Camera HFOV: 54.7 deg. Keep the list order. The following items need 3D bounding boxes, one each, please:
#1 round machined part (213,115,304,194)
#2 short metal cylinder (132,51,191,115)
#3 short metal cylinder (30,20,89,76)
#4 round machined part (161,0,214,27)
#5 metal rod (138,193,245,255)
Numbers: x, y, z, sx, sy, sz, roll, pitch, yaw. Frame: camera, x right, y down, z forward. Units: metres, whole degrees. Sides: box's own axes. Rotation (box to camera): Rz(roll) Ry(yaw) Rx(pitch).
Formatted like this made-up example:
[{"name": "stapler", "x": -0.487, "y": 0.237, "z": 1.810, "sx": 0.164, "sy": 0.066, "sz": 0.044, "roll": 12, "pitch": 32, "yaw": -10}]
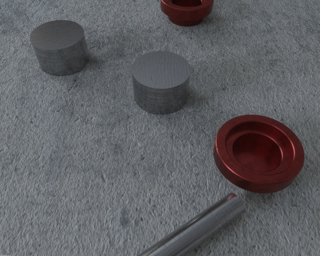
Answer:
[{"name": "round machined part", "x": 0.112, "y": 0.034, "z": 0.365, "sx": 0.099, "sy": 0.042, "sz": 0.098, "roll": 0, "pitch": 50, "yaw": 0}, {"name": "short metal cylinder", "x": 0.002, "y": -0.065, "z": 0.442, "sx": 0.081, "sy": 0.050, "sz": 0.080, "roll": 0, "pitch": 50, "yaw": 0}, {"name": "short metal cylinder", "x": -0.157, "y": -0.128, "z": 0.492, "sx": 0.081, "sy": 0.050, "sz": 0.080, "roll": 0, "pitch": 50, "yaw": 0}, {"name": "round machined part", "x": 0.050, "y": -0.229, "z": 0.585, "sx": 0.099, "sy": 0.042, "sz": 0.098, "roll": 0, "pitch": 50, "yaw": 0}, {"name": "metal rod", "x": -0.042, "y": 0.145, "z": 0.280, "sx": 0.302, "sy": 0.025, "sz": 0.025, "roll": -27, "pitch": 56, "yaw": -22}]
